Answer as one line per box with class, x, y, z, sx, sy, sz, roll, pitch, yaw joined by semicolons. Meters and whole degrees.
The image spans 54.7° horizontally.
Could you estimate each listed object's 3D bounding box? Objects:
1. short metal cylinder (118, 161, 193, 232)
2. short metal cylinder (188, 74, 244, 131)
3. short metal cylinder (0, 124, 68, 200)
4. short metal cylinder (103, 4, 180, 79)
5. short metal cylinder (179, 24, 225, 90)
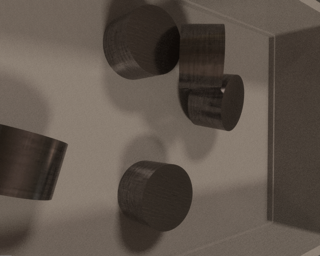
short metal cylinder;-0.005;0.083;0.388;0.081;0.050;0.079;0;90;-40
short metal cylinder;0.082;-0.039;0.447;0.081;0.050;0.079;-23;118;-51
short metal cylinder;-0.126;0.028;0.266;0.080;0.080;0.050;22;76;-38
short metal cylinder;-0.021;-0.101;0.374;0.081;0.050;0.079;0;90;-40
short metal cylinder;0.051;-0.088;0.385;0.080;0.050;0.079;0;92;-84
